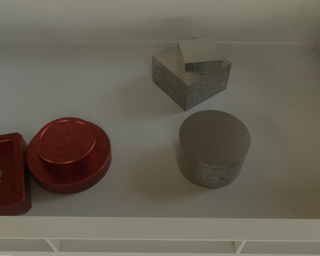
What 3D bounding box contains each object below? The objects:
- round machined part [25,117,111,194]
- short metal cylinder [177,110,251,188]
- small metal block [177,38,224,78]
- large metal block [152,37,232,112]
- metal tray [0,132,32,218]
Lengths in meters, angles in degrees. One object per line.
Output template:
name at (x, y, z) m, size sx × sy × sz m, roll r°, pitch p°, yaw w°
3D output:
round machined part at (-0.109, 0.025, 0.368) m, size 0.099 × 0.042 × 0.098 m, roll 2°, pitch 49°, yaw -2°
short metal cylinder at (0.062, 0.024, 0.369) m, size 0.081 × 0.050 × 0.080 m, roll 0°, pitch 50°, yaw 0°
small metal block at (0.053, -0.096, 0.422) m, size 0.050 × 0.025 × 0.050 m, roll -7°, pitch 50°, yaw -6°
large metal block at (0.045, -0.082, 0.458) m, size 0.081 × 0.050 × 0.080 m, roll -30°, pitch 56°, yaw -23°
metal tray at (-0.215, 0.059, 0.337) m, size 0.131 × 0.030 × 0.090 m, roll -10°, pitch 57°, yaw -14°
